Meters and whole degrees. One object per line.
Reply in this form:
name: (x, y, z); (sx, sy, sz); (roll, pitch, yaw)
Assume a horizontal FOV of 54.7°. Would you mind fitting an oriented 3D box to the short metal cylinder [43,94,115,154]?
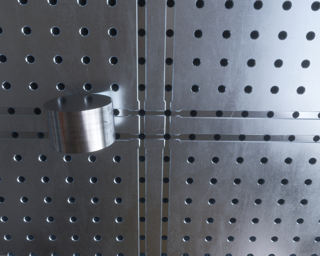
short metal cylinder: (-0.097, -0.008, 0.380); (0.081, 0.080, 0.050); (-1, 110, 0)
